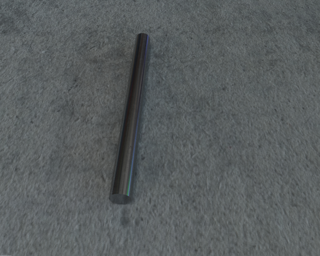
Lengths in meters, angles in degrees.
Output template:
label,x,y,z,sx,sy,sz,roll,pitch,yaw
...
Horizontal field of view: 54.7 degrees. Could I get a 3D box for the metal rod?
label,x,y,z,sx,sy,sz,roll,pitch,yaw
metal rod,-0.036,-0.037,0.433,0.025,0.025,0.300,2,50,1
